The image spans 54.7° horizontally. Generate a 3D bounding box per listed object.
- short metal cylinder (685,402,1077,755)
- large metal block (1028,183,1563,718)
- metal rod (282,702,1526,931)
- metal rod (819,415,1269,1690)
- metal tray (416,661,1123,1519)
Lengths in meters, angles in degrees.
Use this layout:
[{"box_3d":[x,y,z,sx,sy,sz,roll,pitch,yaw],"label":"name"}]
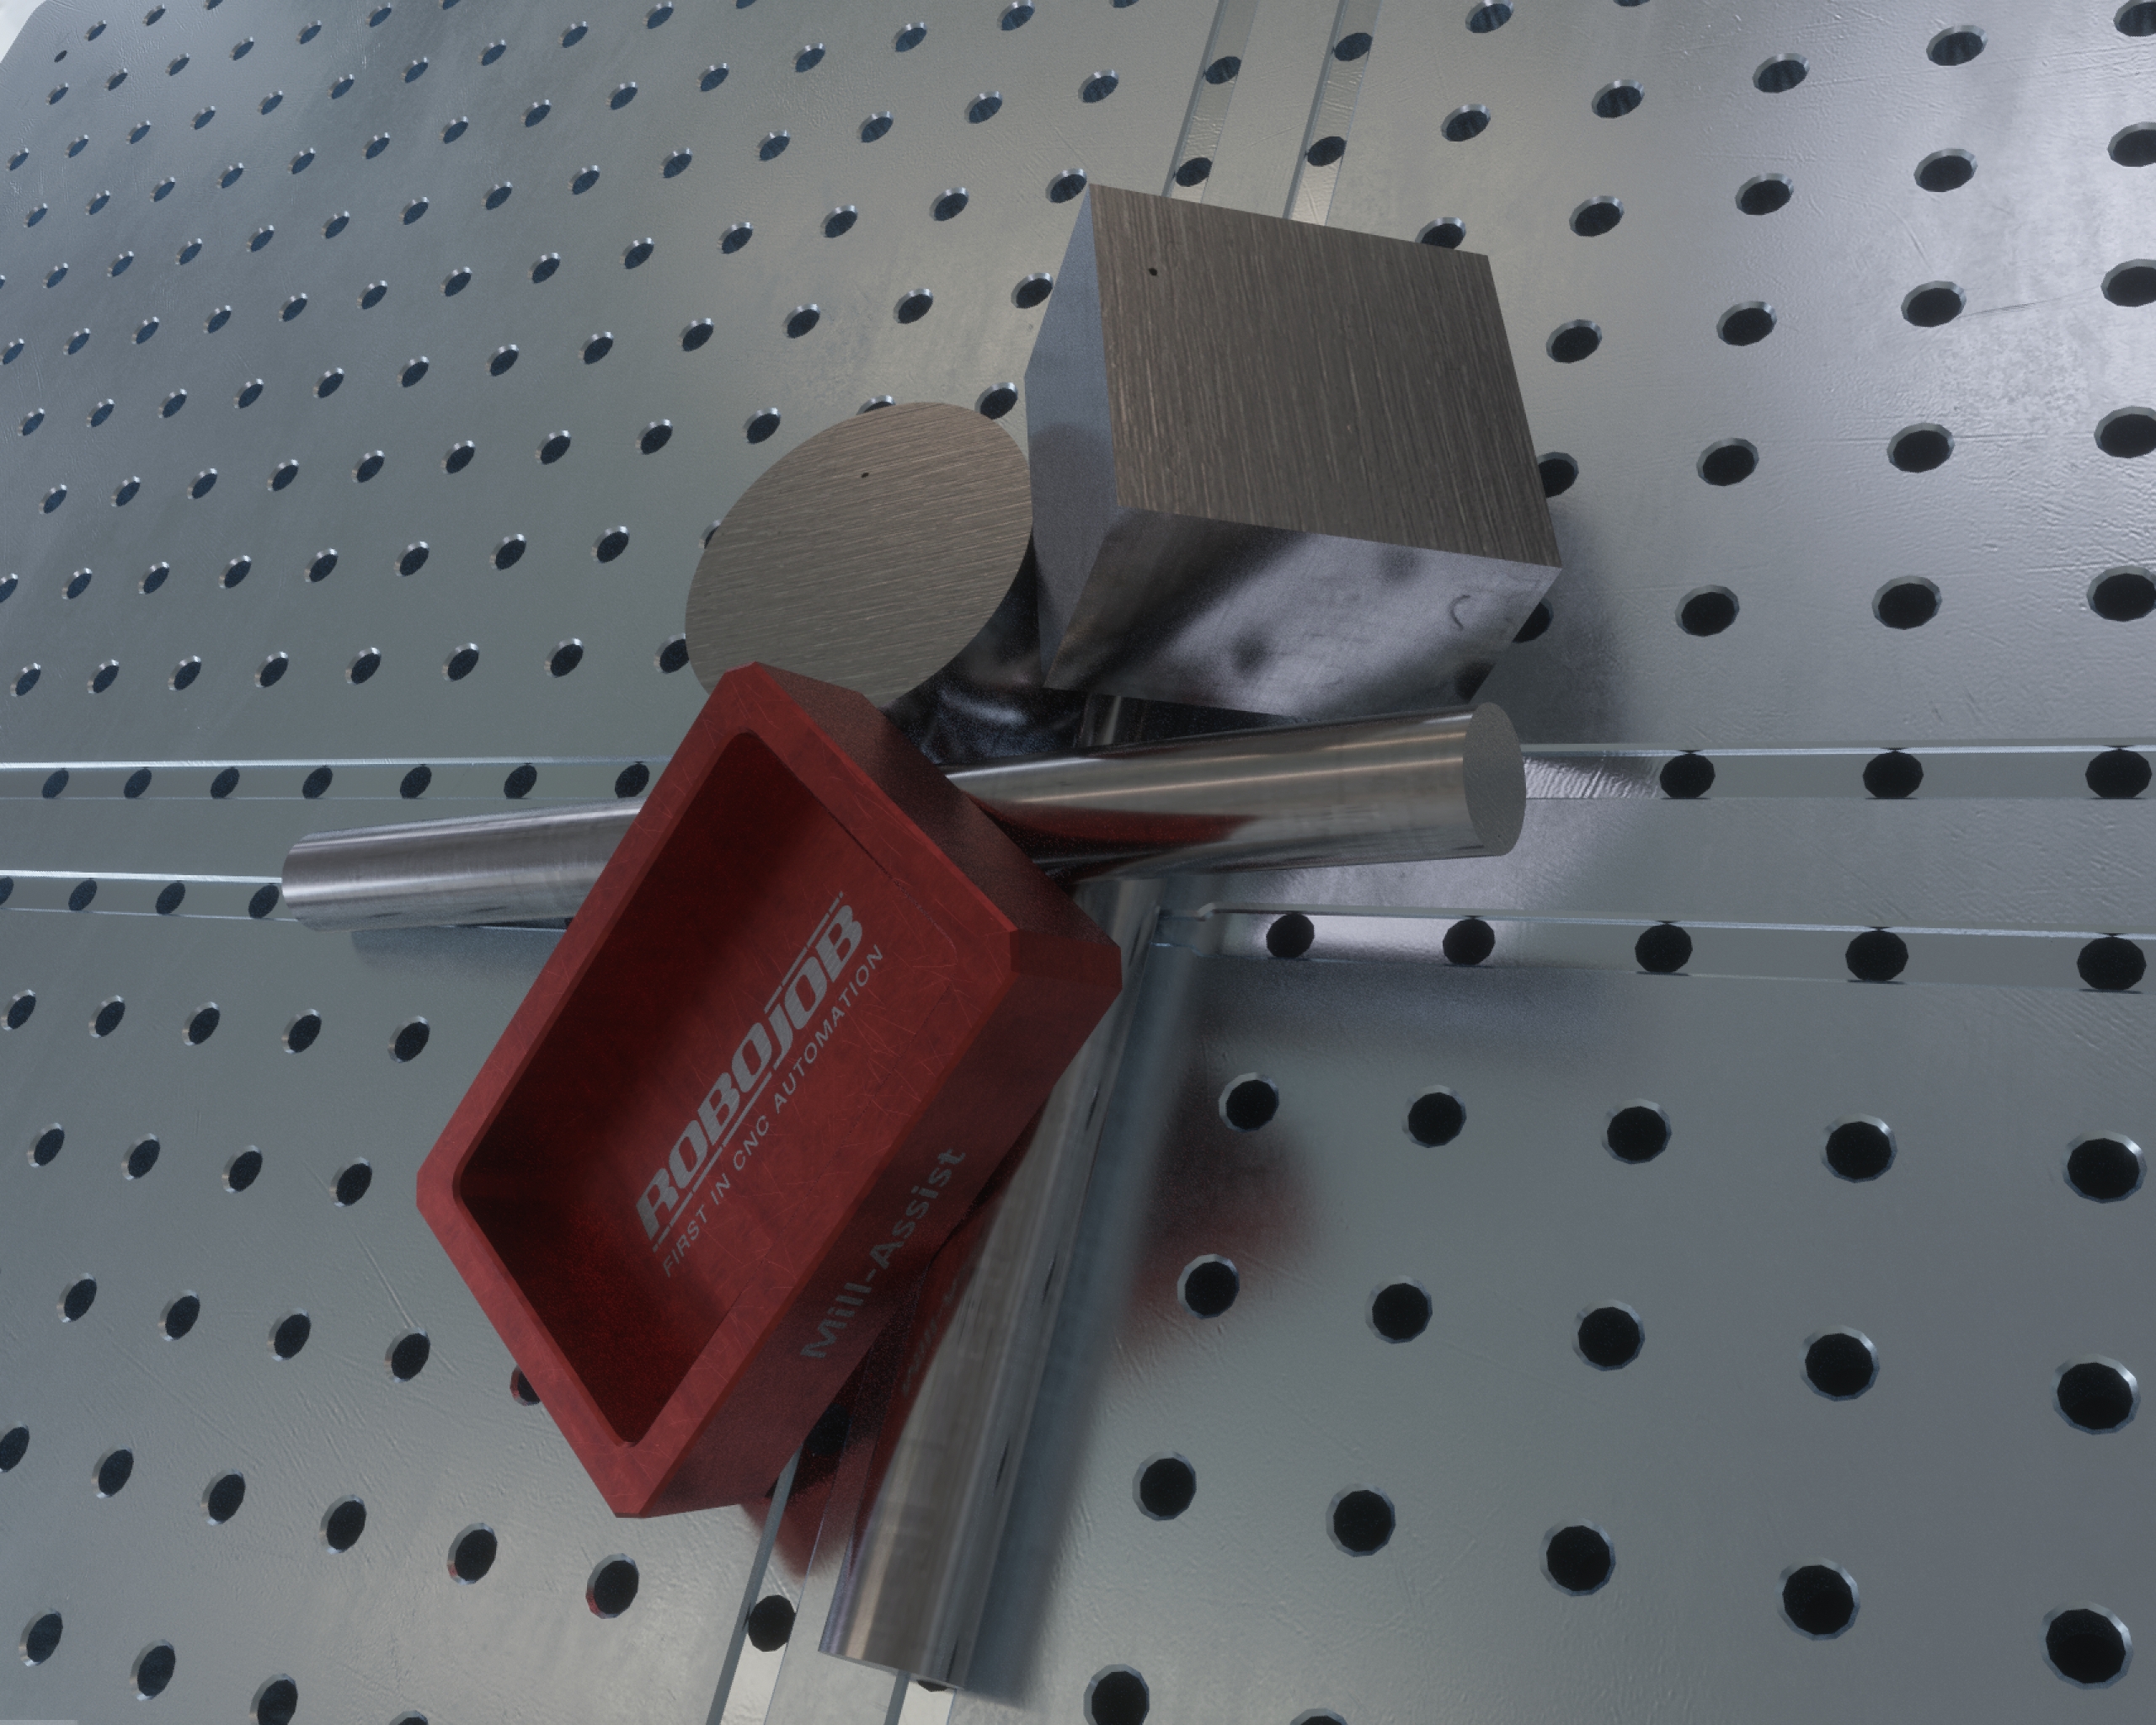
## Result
[{"box_3d":[-0.035,-0.050,0.440,0.080,0.050,0.080,-13,56,21],"label":"short metal cylinder"},{"box_3d":[0.037,-0.075,0.394,0.081,0.050,0.080,6,56,-15],"label":"large metal block"},{"box_3d":[-0.057,-0.004,0.420,0.300,0.025,0.025,-4,60,34],"label":"metal rod"},{"box_3d":[0.005,0.001,0.405,0.025,0.025,0.300,1,62,29],"label":"metal rod"},{"box_3d":[-0.061,0.041,0.379,0.090,0.030,0.129,44,108,33],"label":"metal tray"}]
